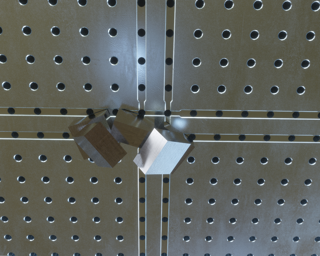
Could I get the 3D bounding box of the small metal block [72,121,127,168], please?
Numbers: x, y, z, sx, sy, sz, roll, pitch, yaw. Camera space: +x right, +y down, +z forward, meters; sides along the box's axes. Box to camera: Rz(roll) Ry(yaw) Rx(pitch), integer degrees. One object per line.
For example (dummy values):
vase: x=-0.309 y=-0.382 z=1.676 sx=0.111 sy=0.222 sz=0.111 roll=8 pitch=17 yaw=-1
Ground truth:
small metal block: x=-0.074 y=0.021 z=0.377 sx=0.025 sy=0.050 sz=0.050 roll=-46 pitch=108 yaw=-25

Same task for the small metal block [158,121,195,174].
small metal block: x=0.011 y=0.027 z=0.424 sx=0.050 sy=0.025 sz=0.050 roll=34 pitch=106 yaw=-12

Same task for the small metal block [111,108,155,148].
small metal block: x=-0.035 y=0.001 z=0.400 sx=0.050 sy=0.050 sz=0.025 roll=18 pitch=109 yaw=-7

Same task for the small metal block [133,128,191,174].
small metal block: x=0.003 y=0.030 z=0.383 sx=0.050 sy=0.025 sz=0.050 roll=11 pitch=118 yaw=-52

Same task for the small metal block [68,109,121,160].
small metal block: x=-0.086 y=0.009 z=0.416 sx=0.050 sy=0.025 sz=0.050 roll=-18 pitch=109 yaw=6
